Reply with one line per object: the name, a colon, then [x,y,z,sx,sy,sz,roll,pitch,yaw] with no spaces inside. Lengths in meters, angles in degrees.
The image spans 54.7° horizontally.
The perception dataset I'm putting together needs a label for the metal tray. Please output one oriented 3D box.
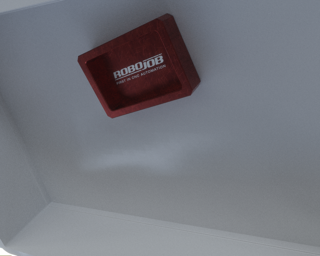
metal tray: [-0.028,-0.069,0.375,0.130,0.030,0.090,-14,112,33]
